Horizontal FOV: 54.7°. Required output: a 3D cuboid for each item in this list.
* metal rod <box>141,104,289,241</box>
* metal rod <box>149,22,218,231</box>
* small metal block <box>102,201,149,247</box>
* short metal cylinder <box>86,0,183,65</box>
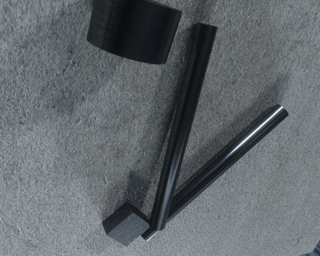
[{"bbox_3d":[0.085,0.071,0.496,0.300,0.025,0.025,-42,130,0],"label":"metal rod"},{"bbox_3d":[0.025,0.014,0.418,0.025,0.025,0.298,0,115,-29],"label":"metal rod"},{"bbox_3d":[-0.050,0.146,0.470,0.050,0.025,0.050,-41,130,-1],"label":"small metal block"},{"bbox_3d":[-0.025,-0.099,0.296,0.081,0.080,0.050,5,116,-31],"label":"short metal cylinder"}]
